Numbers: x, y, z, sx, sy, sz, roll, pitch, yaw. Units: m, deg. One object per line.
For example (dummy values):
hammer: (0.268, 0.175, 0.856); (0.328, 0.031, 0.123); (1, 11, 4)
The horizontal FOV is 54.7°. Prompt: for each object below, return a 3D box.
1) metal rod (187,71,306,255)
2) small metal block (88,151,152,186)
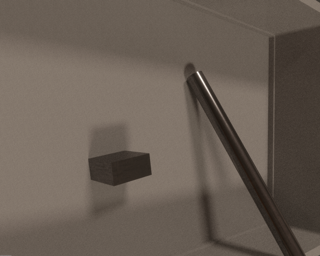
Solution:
metal rod: (0.119, 0.054, 0.431); (0.025, 0.025, 0.299); (-21, 79, -39)
small metal block: (-0.046, 0.044, 0.354); (0.050, 0.050, 0.025); (-11, 97, -40)
